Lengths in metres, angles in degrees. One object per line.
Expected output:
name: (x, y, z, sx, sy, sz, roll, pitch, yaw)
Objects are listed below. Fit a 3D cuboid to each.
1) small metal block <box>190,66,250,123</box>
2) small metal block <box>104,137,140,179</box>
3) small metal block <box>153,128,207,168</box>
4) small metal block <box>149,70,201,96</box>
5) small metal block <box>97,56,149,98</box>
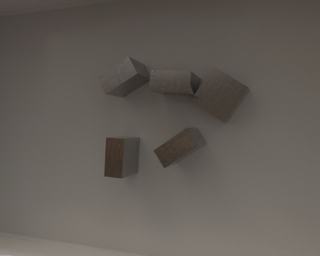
small metal block: (0.075, -0.041, 0.384, 0.050, 0.025, 0.050, 36, 101, 16)
small metal block: (-0.050, 0.037, 0.414, 0.025, 0.050, 0.050, 3, 91, 20)
small metal block: (0.027, 0.024, 0.387, 0.050, 0.050, 0.025, -35, 79, 16)
small metal block: (0.020, -0.056, 0.390, 0.050, 0.050, 0.025, 6, 92, 19)
small metal block: (-0.046, -0.066, 0.412, 0.050, 0.050, 0.025, -30, 80, 17)
